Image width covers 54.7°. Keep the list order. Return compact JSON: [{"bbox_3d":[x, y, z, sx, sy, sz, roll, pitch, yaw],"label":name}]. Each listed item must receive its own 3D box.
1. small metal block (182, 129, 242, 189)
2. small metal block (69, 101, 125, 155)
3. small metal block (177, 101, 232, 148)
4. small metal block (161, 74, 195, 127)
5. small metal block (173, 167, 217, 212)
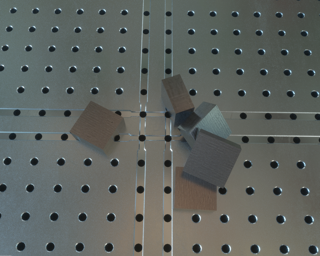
[{"bbox_3d":[0.060,0.035,0.362,0.050,0.025,0.050,23,102,6],"label":"small metal block"},{"bbox_3d":[-0.082,0.000,0.411,0.050,0.025,0.050,27,72,9],"label":"small metal block"},{"bbox_3d":[0.058,0.003,0.396,0.050,0.050,0.025,-45,33,-15],"label":"small metal block"},{"bbox_3d":[0.022,-0.035,0.412,0.025,0.050,0.050,-19,71,-7],"label":"small metal block"},{"bbox_3d":[0.043,0.076,0.384,0.050,0.025,0.050,3,70,1],"label":"small metal block"}]
